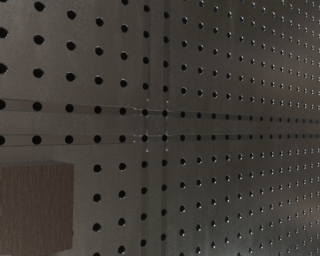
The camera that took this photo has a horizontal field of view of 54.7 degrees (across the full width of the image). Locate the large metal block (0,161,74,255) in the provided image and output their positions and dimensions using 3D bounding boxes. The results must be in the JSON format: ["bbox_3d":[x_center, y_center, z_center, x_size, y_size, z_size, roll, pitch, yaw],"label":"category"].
[{"bbox_3d":[-0.129,0.073,0.285,0.081,0.050,0.080,2,87,-40],"label":"large metal block"}]
